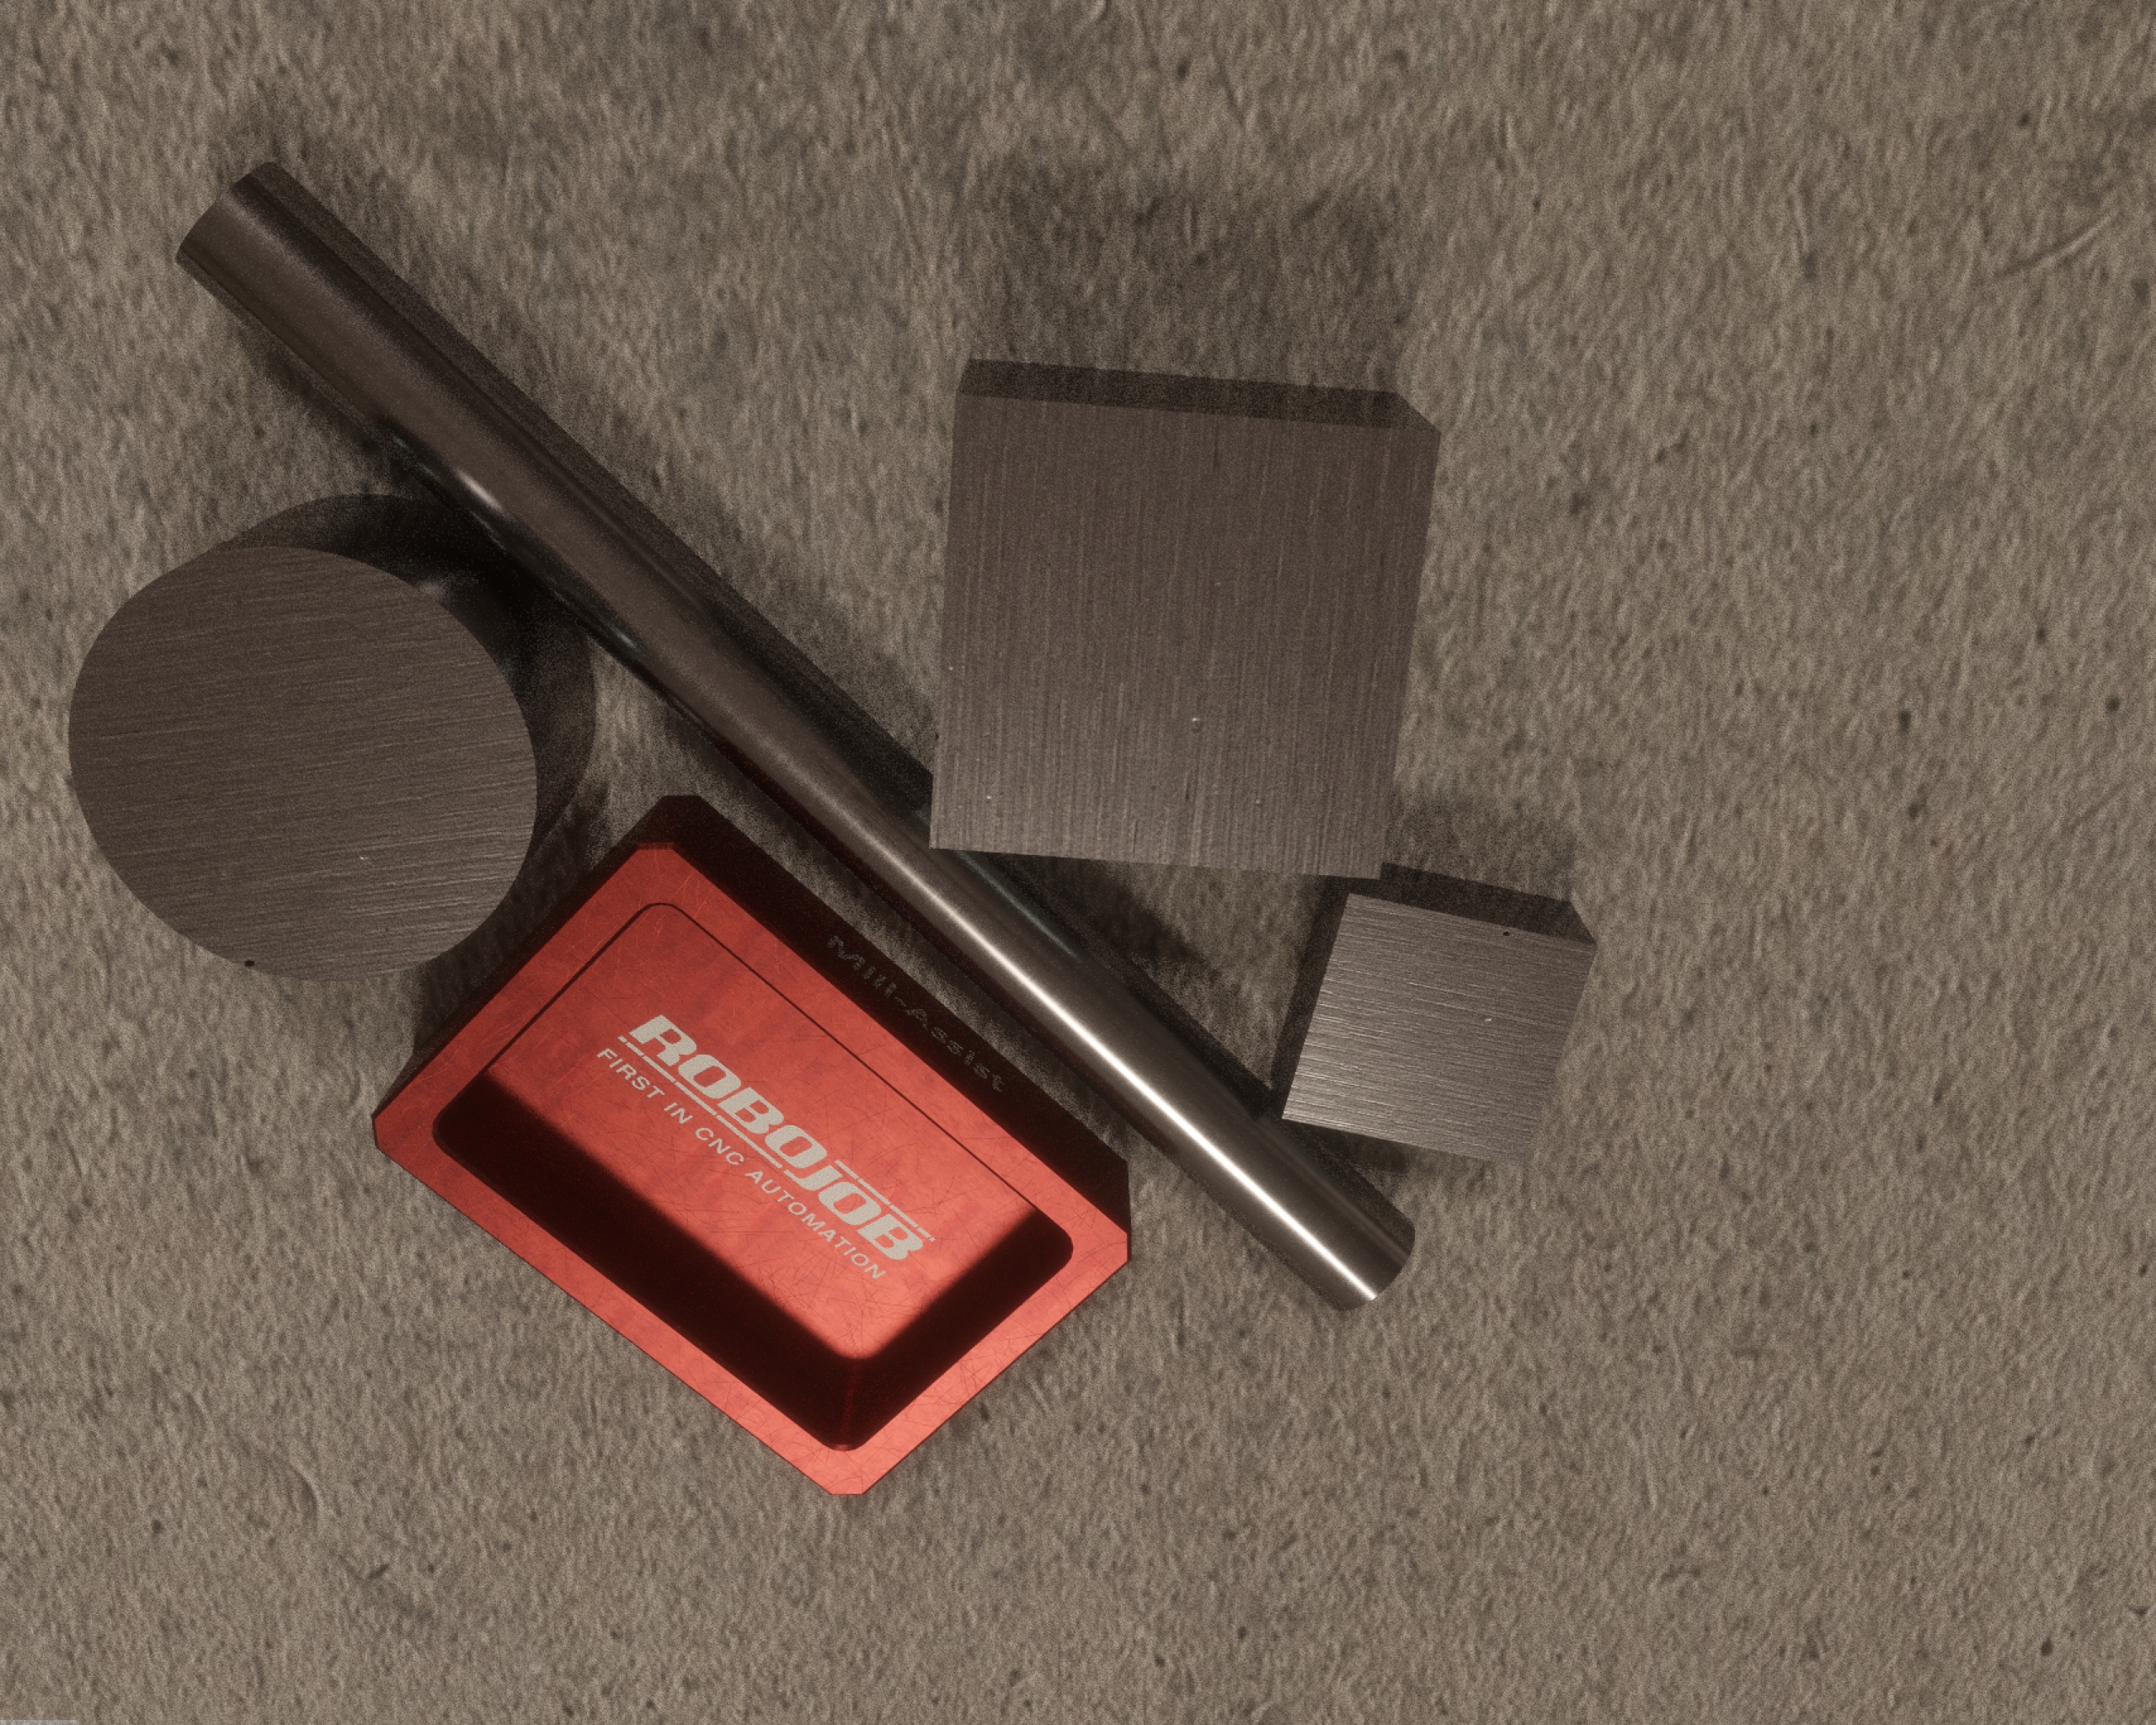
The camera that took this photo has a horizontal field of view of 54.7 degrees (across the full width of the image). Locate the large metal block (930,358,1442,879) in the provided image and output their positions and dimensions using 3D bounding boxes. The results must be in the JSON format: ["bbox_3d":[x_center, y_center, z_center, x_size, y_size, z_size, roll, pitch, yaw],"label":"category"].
[{"bbox_3d":[0.017,-0.046,0.381,0.081,0.050,0.079,4,110,-2],"label":"large metal block"}]

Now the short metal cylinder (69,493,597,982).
[{"bbox_3d":[-0.135,-0.024,0.387,0.081,0.050,0.079,0,110,-1],"label":"short metal cylinder"}]

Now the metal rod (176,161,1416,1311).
[{"bbox_3d":[-0.044,-0.014,0.404,0.025,0.025,0.300,-43,105,14],"label":"metal rod"}]

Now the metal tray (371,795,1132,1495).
[{"bbox_3d":[-0.064,0.060,0.430,0.130,0.030,0.090,42,104,-14],"label":"metal tray"}]

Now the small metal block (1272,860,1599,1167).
[{"bbox_3d":[0.071,0.029,0.423,0.050,0.025,0.050,12,110,-5],"label":"small metal block"}]
